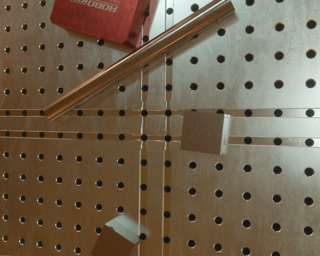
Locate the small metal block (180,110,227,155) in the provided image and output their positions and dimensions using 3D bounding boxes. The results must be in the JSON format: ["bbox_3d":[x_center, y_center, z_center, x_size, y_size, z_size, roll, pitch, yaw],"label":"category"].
[{"bbox_3d":[0.056,0.005,0.392,0.050,0.025,0.050,6,92,19],"label":"small metal block"}]

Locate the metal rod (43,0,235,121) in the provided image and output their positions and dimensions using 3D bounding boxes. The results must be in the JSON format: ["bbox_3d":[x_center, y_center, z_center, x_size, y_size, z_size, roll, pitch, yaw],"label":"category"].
[{"bbox_3d":[-0.040,-0.089,0.425,0.300,0.025,0.025,-28,81,17],"label":"metal rod"}]

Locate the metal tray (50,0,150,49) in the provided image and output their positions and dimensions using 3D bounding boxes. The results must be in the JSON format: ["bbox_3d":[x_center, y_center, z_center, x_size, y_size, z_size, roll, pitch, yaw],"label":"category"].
[{"bbox_3d":[-0.085,-0.174,0.439,0.130,0.030,0.089,21,97,18],"label":"metal tray"}]

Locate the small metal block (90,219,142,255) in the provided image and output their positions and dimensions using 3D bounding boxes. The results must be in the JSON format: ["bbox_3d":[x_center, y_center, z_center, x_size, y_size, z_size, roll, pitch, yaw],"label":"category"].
[{"bbox_3d":[-0.061,0.165,0.433,0.050,0.025,0.050,28,99,17],"label":"small metal block"}]
